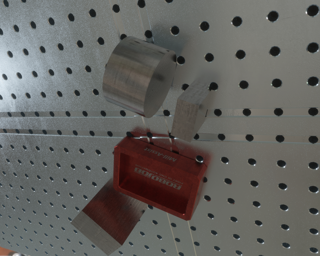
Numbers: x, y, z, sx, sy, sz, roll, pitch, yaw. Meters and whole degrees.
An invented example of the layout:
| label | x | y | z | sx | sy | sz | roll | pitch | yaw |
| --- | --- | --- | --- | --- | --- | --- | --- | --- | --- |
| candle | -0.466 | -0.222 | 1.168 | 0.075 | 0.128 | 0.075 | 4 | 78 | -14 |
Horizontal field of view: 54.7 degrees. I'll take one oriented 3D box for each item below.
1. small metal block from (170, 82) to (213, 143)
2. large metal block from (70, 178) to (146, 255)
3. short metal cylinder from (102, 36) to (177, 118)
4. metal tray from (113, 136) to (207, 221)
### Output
| label | x | y | z | sx | sy | sz | roll | pitch | yaw |
| --- | --- | --- | --- | --- | --- | --- | --- | --- | --- |
| small metal block | 0.037 | -0.019 | 0.363 | 0.025 | 0.050 | 0.050 | 21 | 126 | 16 |
| large metal block | -0.083 | 0.145 | 0.509 | 0.080 | 0.080 | 0.050 | 42 | 129 | -1 |
| short metal cylinder | -0.021 | -0.057 | 0.351 | 0.050 | 0.080 | 0.079 | 23 | 127 | 14 |
| metal tray | -0.005 | 0.074 | 0.455 | 0.130 | 0.030 | 0.089 | 19 | 126 | 16 |
